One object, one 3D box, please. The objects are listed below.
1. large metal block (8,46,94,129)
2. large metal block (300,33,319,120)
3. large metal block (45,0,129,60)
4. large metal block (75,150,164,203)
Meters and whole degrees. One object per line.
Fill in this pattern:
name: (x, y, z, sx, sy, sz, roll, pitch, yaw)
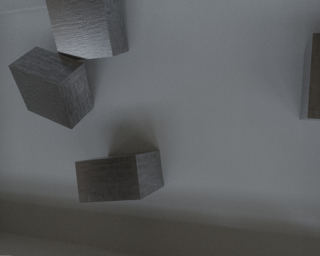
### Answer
large metal block: (-0.145, -0.055, 0.425, 0.080, 0.050, 0.080, 22, 141, 18)
large metal block: (0.178, -0.048, 0.319, 0.050, 0.080, 0.079, 4, 91, 20)
large metal block: (-0.095, -0.137, 0.416, 0.080, 0.050, 0.079, -1, 110, 19)
large metal block: (-0.049, 0.060, 0.397, 0.080, 0.080, 0.050, -8, 88, 19)
